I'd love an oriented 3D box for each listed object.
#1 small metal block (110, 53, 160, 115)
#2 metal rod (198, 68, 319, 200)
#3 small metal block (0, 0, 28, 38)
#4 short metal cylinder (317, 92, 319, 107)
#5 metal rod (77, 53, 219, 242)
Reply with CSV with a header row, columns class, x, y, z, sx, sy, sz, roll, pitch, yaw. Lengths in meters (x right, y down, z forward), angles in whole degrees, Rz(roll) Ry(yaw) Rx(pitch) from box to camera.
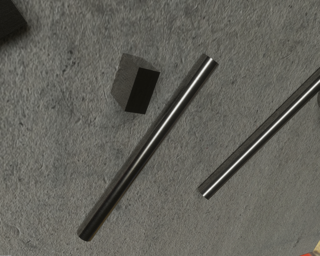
class,x,y,z,sx,sy,sz,roll,pitch,yaw
small metal block,-0.029,-0.050,0.344,0.025,0.050,0.050,7,115,-32
metal rod,0.176,0.004,0.505,0.300,0.025,0.025,-45,129,3
small metal block,-0.151,-0.101,0.262,0.050,0.025,0.050,-33,129,-7
short metal cylinder,0.321,-0.058,0.530,0.081,0.050,0.079,-14,124,-21
metal rod,-0.022,0.033,0.415,0.025,0.025,0.299,27,103,-38
